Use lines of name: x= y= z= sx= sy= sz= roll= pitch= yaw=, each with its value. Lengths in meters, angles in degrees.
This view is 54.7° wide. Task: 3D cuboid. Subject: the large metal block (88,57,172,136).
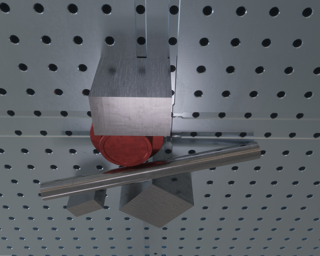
large metal block: x=-0.029 y=-0.036 z=0.344 sx=0.081 sy=0.080 sz=0.050 roll=1 pitch=130 yaw=-1

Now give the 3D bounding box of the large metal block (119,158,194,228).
large metal block: x=-0.006 y=0.104 z=0.484 sx=0.080 sy=0.050 sz=0.080 roll=32 pitch=123 yaw=-25

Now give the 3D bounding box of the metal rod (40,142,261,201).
metal rod: x=-0.010 y=0.059 z=0.430 sx=0.302 sy=0.025 sz=0.025 roll=-10 pitch=130 yaw=-4

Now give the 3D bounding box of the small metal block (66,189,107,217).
small metal block: x=-0.113 y=0.105 z=0.483 sx=0.050 sy=0.050 sz=0.025 roll=-22 pitch=127 yaw=17

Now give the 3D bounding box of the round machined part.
round machined part: x=-0.044 y=0.014 z=0.412 sx=0.099 sy=0.042 sz=0.097 roll=0 pitch=130 yaw=0
